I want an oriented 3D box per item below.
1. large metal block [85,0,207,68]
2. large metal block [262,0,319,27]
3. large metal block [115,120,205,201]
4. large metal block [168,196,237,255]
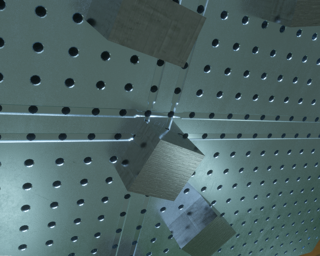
[{"bbox_3d":[-0.017,-0.106,0.301,0.081,0.080,0.050,12,112,-33],"label":"large metal block"},{"bbox_3d":[0.185,-0.174,0.388,0.081,0.050,0.079,-10,123,-23],"label":"large metal block"},{"bbox_3d":[0.000,0.047,0.423,0.080,0.050,0.080,22,107,-36],"label":"large metal block"},{"bbox_3d":[0.075,0.179,0.546,0.080,0.050,0.080,-43,129,1],"label":"large metal block"}]
